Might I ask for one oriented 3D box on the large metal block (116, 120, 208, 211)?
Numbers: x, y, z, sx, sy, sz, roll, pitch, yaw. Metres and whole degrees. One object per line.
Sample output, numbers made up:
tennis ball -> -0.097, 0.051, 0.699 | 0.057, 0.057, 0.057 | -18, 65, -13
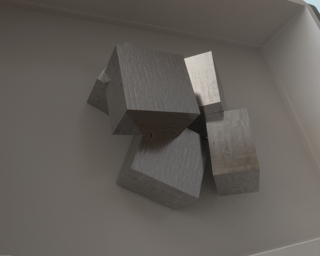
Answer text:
large metal block -> 0.005, 0.039, 0.364 | 0.080, 0.050, 0.080 | 27, 52, -12

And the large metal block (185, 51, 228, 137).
large metal block -> 0.059, -0.042, 0.419 | 0.080, 0.050, 0.080 | 53, 29, -55

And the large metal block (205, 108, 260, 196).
large metal block -> 0.091, 0.033, 0.391 | 0.050, 0.080, 0.080 | -9, 59, 11

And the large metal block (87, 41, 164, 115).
large metal block -> -0.035, -0.053, 0.403 | 0.080, 0.050, 0.080 | 32, 51, -8

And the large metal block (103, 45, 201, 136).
large metal block -> -0.012, -0.039, 0.340 | 0.081, 0.050, 0.080 | 2, 60, -26
